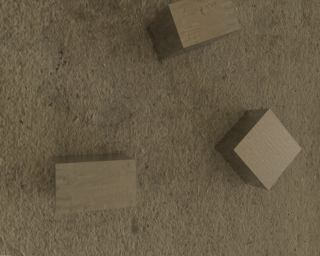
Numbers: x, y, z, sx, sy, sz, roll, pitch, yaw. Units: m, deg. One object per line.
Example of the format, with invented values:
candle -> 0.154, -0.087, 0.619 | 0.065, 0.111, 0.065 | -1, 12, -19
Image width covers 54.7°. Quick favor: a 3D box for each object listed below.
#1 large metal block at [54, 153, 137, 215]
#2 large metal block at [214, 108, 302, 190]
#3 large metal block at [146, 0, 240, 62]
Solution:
large metal block -> -0.077, 0.058, 0.351 | 0.081, 0.080, 0.050 | -1, 91, -20
large metal block -> 0.141, 0.029, 0.448 | 0.080, 0.050, 0.080 | -46, 105, -14
large metal block -> 0.039, -0.128, 0.394 | 0.081, 0.080, 0.050 | -23, 98, -19
